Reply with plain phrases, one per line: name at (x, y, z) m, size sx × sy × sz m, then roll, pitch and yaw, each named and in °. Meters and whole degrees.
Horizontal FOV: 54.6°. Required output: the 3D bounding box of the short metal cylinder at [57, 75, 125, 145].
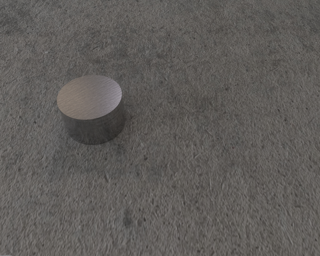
short metal cylinder at (-0.088, -0.024, 0.407) m, size 0.080 × 0.050 × 0.080 m, roll 0°, pitch 50°, yaw 0°
